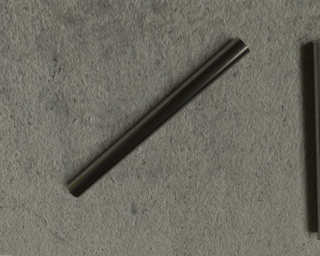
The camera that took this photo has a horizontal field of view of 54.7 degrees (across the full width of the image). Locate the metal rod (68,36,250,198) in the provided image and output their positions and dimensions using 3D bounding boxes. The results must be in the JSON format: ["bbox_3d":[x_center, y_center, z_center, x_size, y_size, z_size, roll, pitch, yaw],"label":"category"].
[{"bbox_3d":[-0.010,-0.006,0.407,0.300,0.025,0.025,-41,106,13],"label":"metal rod"}]

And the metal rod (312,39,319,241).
[{"bbox_3d":[0.226,0.031,0.424,0.025,0.025,0.298,-11,110,3],"label":"metal rod"}]
